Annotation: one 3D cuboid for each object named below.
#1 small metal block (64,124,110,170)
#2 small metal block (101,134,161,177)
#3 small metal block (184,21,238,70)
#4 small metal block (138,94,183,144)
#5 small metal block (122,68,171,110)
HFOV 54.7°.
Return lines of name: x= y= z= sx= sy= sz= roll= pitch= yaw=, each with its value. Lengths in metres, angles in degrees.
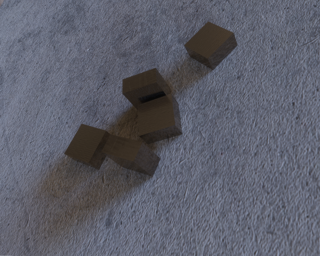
small metal block: x=-0.099 y=0.026 z=0.440 sx=0.050 sy=0.025 sz=0.050 roll=14 pitch=69 yaw=33
small metal block: x=-0.035 y=0.034 z=0.385 sx=0.050 sy=0.050 sz=0.025 roll=11 pitch=68 yaw=33
small metal block: x=0.072 y=-0.117 z=0.438 sx=0.050 sy=0.025 sz=0.050 roll=-45 pitch=51 yaw=-4
small metal block: x=-0.001 y=-0.012 z=0.411 sx=0.050 sy=0.025 sz=0.050 roll=-17 pitch=55 yaw=18
small metal block: x=-0.017 y=-0.051 z=0.428 sx=0.050 sy=0.050 sz=0.025 roll=-16 pitch=56 yaw=19
